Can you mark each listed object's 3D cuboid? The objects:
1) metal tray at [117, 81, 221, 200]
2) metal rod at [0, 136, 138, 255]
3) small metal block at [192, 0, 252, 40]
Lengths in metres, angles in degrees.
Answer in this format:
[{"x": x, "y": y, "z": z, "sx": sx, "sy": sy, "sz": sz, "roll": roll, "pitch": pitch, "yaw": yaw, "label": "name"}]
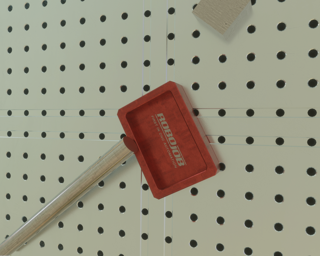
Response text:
[{"x": 0.010, "y": 0.016, "z": 0.406, "sx": 0.090, "sy": 0.030, "sz": 0.130, "roll": -27, "pitch": 81, "yaw": 17, "label": "metal tray"}, {"x": -0.144, "y": 0.109, "z": 0.446, "sx": 0.299, "sy": 0.025, "sz": 0.025, "roll": -40, "pitch": 78, "yaw": 22, "label": "metal rod"}, {"x": 0.077, "y": -0.147, "z": 0.385, "sx": 0.050, "sy": 0.025, "sz": 0.050, "roll": 42, "pitch": 103, "yaw": 15, "label": "small metal block"}]
